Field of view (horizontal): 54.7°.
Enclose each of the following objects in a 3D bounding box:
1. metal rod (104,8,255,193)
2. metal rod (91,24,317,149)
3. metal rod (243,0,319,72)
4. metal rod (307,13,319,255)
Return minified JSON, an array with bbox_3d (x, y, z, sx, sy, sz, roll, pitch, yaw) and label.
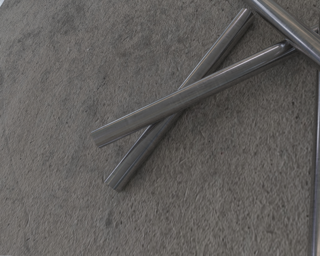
[{"bbox_3d":[0.031,-0.042,0.413,0.025,0.025,0.300,31,79,38],"label":"metal rod"},{"bbox_3d":[0.056,-0.049,0.381,0.301,0.025,0.025,-25,52,3],"label":"metal rod"},{"bbox_3d":[0.148,-0.124,0.367,0.025,0.025,0.300,-27,42,11],"label":"metal rod"},{"bbox_3d":[0.163,0.007,0.301,0.025,0.025,0.299,2,66,29],"label":"metal rod"}]
